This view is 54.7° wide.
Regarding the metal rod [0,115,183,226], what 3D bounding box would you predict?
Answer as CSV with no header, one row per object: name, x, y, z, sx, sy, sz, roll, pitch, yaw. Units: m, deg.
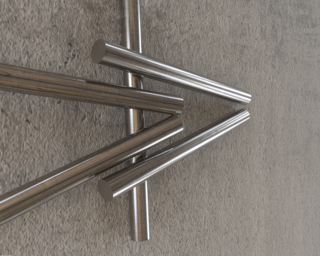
metal rod,-0.095,0.051,0.309,0.302,0.025,0.025,-26,107,-32

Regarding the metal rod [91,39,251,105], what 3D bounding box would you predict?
metal rod,0.041,-0.064,0.422,0.302,0.025,0.025,7,86,-46

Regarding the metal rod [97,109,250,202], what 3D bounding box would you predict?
metal rod,0.043,0.022,0.424,0.302,0.025,0.025,-23,105,-44

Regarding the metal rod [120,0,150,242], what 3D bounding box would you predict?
metal rod,-0.031,-0.012,0.382,0.025,0.025,0.298,-4,93,-40

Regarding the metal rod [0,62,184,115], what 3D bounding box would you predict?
metal rod,-0.102,-0.041,0.304,0.302,0.025,0.025,6,86,-34
